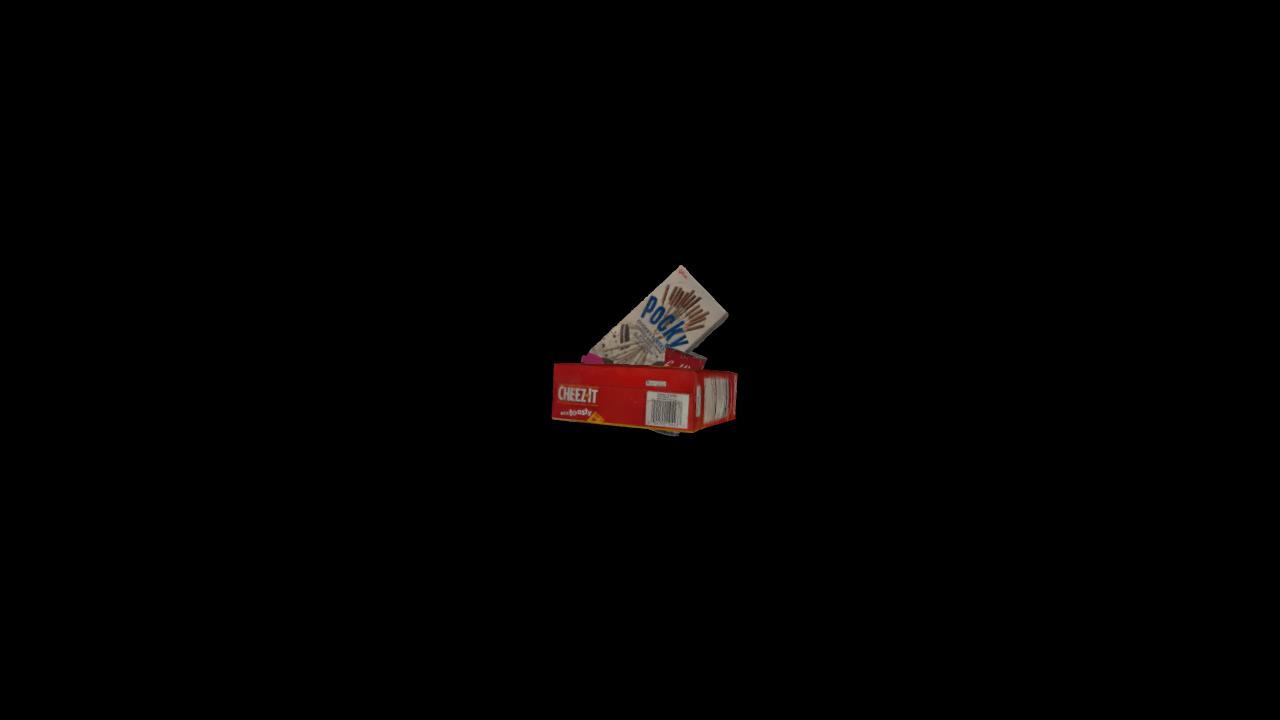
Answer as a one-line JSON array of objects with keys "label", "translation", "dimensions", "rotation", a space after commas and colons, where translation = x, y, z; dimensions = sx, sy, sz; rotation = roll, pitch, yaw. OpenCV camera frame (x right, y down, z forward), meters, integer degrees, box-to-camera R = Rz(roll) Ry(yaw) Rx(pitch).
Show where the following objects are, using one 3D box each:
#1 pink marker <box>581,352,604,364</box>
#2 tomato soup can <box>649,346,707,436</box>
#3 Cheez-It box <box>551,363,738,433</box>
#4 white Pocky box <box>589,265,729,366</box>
[{"label": "pink marker", "translation": [-0.013, 0.014, 0.748], "dimensions": [0.121, 0.020, 0.020], "rotation": [16, -4, -13]}, {"label": "tomato soup can", "translation": [0.033, 0.034, 0.747], "dimensions": [0.068, 0.101, 0.068], "rotation": [19, 6, -2]}, {"label": "Cheez-It box", "translation": [0.017, 0.042, 0.743], "dimensions": [0.166, 0.071, 0.223], "rotation": [3, -2, 21]}, {"label": "white Pocky box", "translation": [0.022, -0.031, 0.733], "dimensions": [0.154, 0.084, 0.028], "rotation": [-43, -14, 7]}]
